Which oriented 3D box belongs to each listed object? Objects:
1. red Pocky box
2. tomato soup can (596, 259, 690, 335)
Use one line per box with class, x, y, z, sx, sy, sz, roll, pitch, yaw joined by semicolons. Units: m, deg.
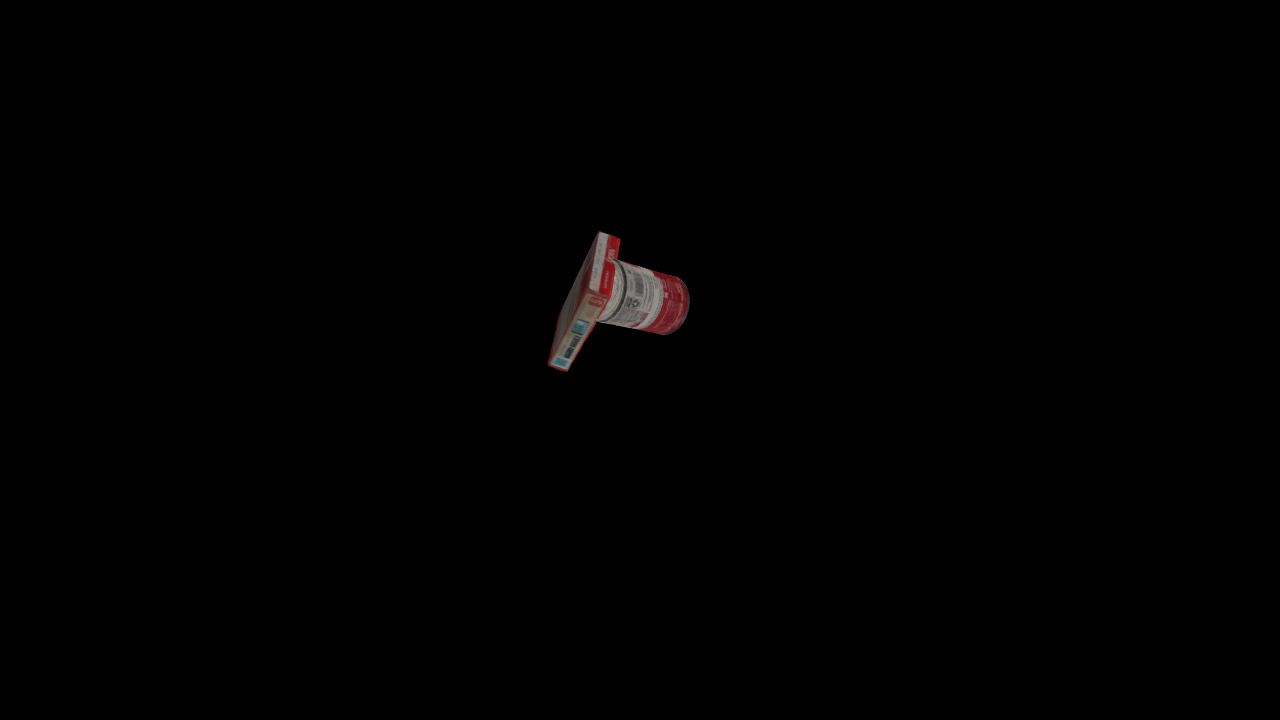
red Pocky box;-0.062;-0.059;0.666;0.028;0.083;0.155;17;-35;-15
tomato soup can;-0.005;-0.065;0.651;0.068;0.068;0.101;0;-5;44
